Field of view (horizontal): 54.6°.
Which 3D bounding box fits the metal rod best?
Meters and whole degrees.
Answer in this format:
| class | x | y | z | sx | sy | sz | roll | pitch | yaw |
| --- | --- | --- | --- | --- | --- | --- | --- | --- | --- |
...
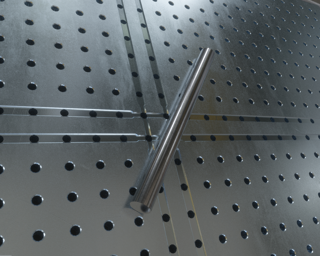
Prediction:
| class | x | y | z | sx | sy | sz | roll | pitch | yaw |
| --- | --- | --- | --- | --- | --- | --- | --- | --- | --- |
| metal rod | 0.030 | -0.019 | 0.434 | 0.025 | 0.025 | 0.301 | 32 | 52 | -8 |
